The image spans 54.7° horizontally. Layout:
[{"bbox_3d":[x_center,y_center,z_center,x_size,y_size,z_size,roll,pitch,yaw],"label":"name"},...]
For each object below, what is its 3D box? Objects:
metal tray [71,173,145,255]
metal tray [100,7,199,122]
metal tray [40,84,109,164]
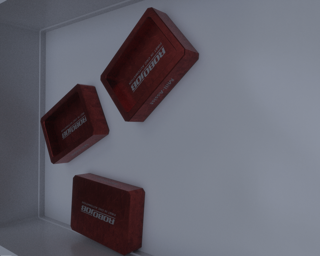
[{"bbox_3d":[-0.083,0.125,0.470,0.130,0.030,0.089,6,94,39],"label":"metal tray"},{"bbox_3d":[-0.020,-0.081,0.417,0.129,0.030,0.090,-47,62,29],"label":"metal tray"},{"bbox_3d":[-0.148,-0.004,0.522,0.130,0.030,0.090,-32,70,35],"label":"metal tray"}]
